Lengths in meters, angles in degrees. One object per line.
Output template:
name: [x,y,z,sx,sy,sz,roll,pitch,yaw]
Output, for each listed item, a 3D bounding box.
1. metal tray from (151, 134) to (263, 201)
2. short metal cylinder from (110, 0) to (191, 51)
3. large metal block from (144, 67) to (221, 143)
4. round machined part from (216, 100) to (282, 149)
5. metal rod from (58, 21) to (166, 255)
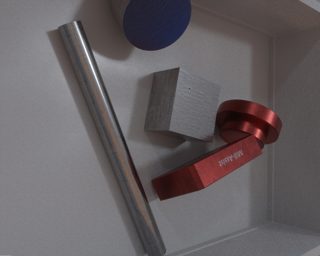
metal tray: [0.064,0.052,0.417,0.131,0.090,0.030,-20,83,-38]
short metal cylinder: [-0.011,-0.137,0.355,0.081,0.050,0.080,-17,141,-14]
large metal block: [0.031,-0.028,0.419,0.081,0.050,0.080,16,80,-39]
round machined part: [0.129,0.002,0.470,0.098,0.098,0.042,39,66,-34]
metal rod: [-0.050,0.027,0.366,0.025,0.025,0.298,-30,109,-36]
